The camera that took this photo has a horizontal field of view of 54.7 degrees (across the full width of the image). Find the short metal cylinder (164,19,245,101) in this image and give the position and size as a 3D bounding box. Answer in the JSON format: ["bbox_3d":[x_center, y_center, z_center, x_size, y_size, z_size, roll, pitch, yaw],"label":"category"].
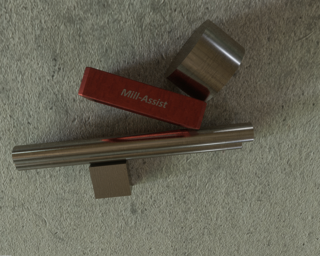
[{"bbox_3d":[0.049,-0.075,0.354,0.050,0.080,0.080,35,106,-12],"label":"short metal cylinder"}]

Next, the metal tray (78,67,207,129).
[{"bbox_3d":[-0.021,-0.031,0.360,0.131,0.090,0.030,16,90,-6],"label":"metal tray"}]

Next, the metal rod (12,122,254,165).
[{"bbox_3d":[-0.035,0.020,0.396,0.302,0.025,0.025,-6,110,1],"label":"metal rod"}]

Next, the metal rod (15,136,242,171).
[{"bbox_3d":[-0.043,0.031,0.420,0.302,0.025,0.025,-6,110,1],"label":"metal rod"}]

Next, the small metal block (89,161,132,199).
[{"bbox_3d":[-0.068,0.069,0.434,0.050,0.025,0.050,-6,110,2],"label":"small metal block"}]
